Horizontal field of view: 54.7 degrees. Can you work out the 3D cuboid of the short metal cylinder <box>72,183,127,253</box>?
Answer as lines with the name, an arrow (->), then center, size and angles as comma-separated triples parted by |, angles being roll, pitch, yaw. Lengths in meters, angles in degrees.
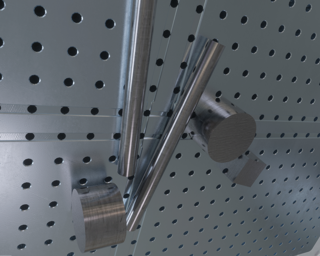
short metal cylinder -> -0.081, 0.115, 0.403 | 0.050, 0.080, 0.079 | -5, 121, -26

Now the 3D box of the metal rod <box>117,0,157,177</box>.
metal rod -> -0.025, -0.071, 0.353 | 0.025, 0.025, 0.298 | -6, 121, -26

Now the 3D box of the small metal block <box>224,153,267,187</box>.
small metal block -> 0.148, 0.072, 0.537 | 0.050, 0.025, 0.050 | 20, 108, -36

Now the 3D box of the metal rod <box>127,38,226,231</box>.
metal rod -> 0.011, 0.022, 0.431 | 0.025, 0.025, 0.298 | 12, 112, -33

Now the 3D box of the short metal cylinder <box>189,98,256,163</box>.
short metal cylinder -> 0.090, 0.003, 0.446 | 0.081, 0.050, 0.079 | -14, 124, -21
